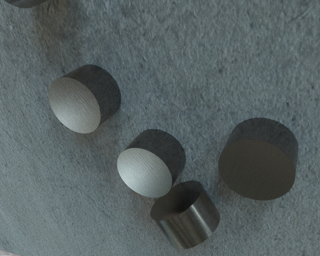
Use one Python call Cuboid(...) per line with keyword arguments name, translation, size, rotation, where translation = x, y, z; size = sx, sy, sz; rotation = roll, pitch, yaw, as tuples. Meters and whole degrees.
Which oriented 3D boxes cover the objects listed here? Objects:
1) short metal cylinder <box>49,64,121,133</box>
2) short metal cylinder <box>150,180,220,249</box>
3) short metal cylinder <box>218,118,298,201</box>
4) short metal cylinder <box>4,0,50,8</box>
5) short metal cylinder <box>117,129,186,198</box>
Cuboid(name="short metal cylinder", translation=(-0.100, -0.039, 0.417), size=(0.080, 0.050, 0.079), rotation=(13, 124, 20))
Cuboid(name="short metal cylinder", translation=(0.034, 0.117, 0.424), size=(0.080, 0.080, 0.050), rotation=(-22, 107, 36))
Cuboid(name="short metal cylinder", translation=(0.112, 0.035, 0.353), size=(0.080, 0.050, 0.079), rotation=(13, 124, 20))
Cuboid(name="short metal cylinder", translation=(-0.143, -0.177, 0.335), size=(0.050, 0.080, 0.080), rotation=(-5, 116, 30))
Cuboid(name="short metal cylinder", translation=(-0.011, 0.048, 0.425), size=(0.080, 0.050, 0.079), rotation=(13, 124, 20))
